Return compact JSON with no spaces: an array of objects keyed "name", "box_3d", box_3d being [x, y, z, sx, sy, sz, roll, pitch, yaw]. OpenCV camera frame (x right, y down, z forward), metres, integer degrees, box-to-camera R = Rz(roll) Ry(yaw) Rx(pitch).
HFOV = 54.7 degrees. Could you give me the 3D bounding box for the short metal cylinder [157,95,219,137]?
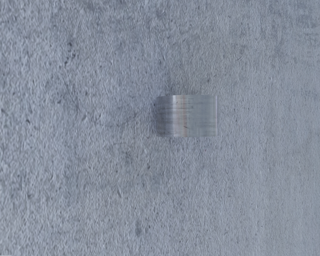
[{"name":"short metal cylinder","box_3d":[0.036,-0.015,0.403,0.081,0.080,0.050,-1,91,-40]}]
